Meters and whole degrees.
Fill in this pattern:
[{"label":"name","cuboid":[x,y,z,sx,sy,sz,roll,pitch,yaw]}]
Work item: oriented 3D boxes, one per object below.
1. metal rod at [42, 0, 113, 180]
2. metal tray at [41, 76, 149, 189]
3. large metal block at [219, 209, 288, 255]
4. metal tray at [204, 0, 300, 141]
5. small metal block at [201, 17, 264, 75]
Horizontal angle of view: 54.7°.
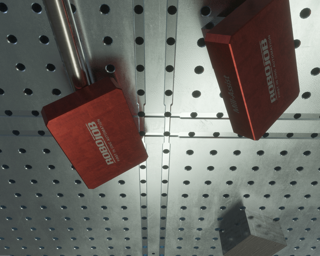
[{"label":"metal rod","cuboid":[-0.093,-0.042,0.374,0.025,0.025,0.298,-4,130,3]},{"label":"metal tray","cuboid":[-0.075,0.011,0.387,0.090,0.030,0.129,-28,134,-11]},{"label":"large metal block","cuboid":[0.169,0.202,0.571,0.080,0.050,0.080,22,127,-18]},{"label":"metal tray","cuboid":[0.102,-0.061,0.323,0.090,0.030,0.130,-43,130,-20]},{"label":"small metal block","cuboid":[0.076,-0.085,0.321,0.025,0.050,0.050,-42,131,-20]}]
